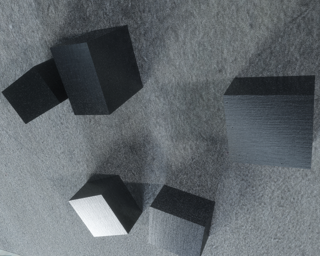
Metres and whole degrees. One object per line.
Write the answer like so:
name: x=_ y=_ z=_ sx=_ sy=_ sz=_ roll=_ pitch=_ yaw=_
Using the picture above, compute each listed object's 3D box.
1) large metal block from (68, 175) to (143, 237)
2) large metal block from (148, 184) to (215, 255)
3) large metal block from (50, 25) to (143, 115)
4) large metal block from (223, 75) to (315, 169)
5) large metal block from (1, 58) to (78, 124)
large metal block: x=-0.090 y=0.132 z=0.518 sx=0.080 sy=0.050 sz=0.080 roll=-18 pitch=109 yaw=34
large metal block: x=0.031 y=0.141 z=0.461 sx=0.080 sy=0.050 sz=0.079 roll=16 pitch=125 yaw=19
large metal block: x=-0.069 y=-0.069 z=0.364 sx=0.050 sy=0.080 sz=0.080 roll=1 pitch=119 yaw=28
large metal block: x=0.116 y=-0.008 z=0.324 sx=0.080 sy=0.050 sz=0.079 roll=3 pitch=120 yaw=26
large metal block: x=-0.143 y=-0.056 z=0.410 sx=0.080 sy=0.080 sz=0.050 roll=-22 pitch=107 yaw=36
